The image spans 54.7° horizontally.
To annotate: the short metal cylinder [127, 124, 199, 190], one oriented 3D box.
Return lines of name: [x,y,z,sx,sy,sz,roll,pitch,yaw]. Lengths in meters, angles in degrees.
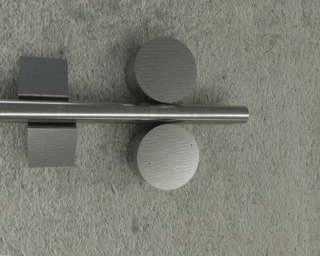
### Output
short metal cylinder: [0.003,0.035,0.398,0.081,0.050,0.079,0,90,-20]

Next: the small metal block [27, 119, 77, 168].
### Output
small metal block: [-0.123,0.017,0.354,0.050,0.025,0.050,0,117,-21]

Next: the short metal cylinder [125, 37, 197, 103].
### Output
short metal cylinder: [0.000,-0.070,0.397,0.081,0.050,0.079,0,90,-20]

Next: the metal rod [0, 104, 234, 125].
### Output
metal rod: [-0.037,-0.018,0.397,0.303,0.025,0.025,0,90,-20]

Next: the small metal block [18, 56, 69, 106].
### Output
small metal block: [-0.131,-0.052,0.352,0.050,0.025,0.050,0,63,-20]

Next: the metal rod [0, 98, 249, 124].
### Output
metal rod: [-0.027,-0.018,0.374,0.303,0.025,0.025,0,90,-20]
